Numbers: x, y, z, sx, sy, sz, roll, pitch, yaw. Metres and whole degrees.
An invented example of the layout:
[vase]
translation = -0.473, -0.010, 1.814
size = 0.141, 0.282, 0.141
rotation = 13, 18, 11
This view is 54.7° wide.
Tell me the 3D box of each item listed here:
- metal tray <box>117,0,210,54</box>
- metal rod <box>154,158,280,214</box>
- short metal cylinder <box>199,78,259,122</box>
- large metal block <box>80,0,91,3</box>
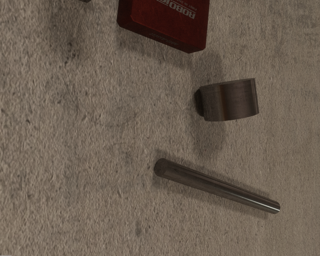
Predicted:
[metal tray]
translation = 0.010, -0.161, 0.412
size = 0.131, 0.030, 0.089
rotation = 9, 84, -40
[metal rod]
translation = 0.110, 0.102, 0.499
size = 0.302, 0.025, 0.025
rotation = 25, 74, -38
[short metal cylinder]
translation = 0.102, -0.042, 0.457
size = 0.081, 0.080, 0.050
rotation = -17, 101, -39
[large metal block]
translation = -0.075, -0.183, 0.307
size = 0.050, 0.080, 0.079
rotation = 3, 89, -40
